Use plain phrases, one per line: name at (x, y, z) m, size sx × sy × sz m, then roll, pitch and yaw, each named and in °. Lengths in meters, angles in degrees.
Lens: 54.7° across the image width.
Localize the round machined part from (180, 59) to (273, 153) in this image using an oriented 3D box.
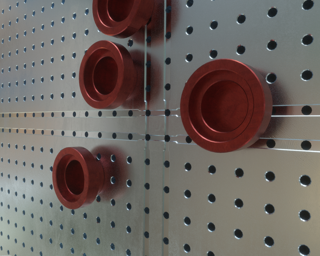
round machined part at (0.074, -0.023, 0.336) m, size 0.098 × 0.042 × 0.097 m, roll 0°, pitch 90°, yaw 39°

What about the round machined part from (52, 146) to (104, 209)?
round machined part at (-0.129, 0.079, 0.502) m, size 0.098 × 0.042 × 0.097 m, roll 0°, pitch 90°, yaw 39°

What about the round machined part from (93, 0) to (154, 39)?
round machined part at (-0.047, -0.175, 0.435) m, size 0.098 × 0.042 × 0.097 m, roll 0°, pitch 90°, yaw 39°

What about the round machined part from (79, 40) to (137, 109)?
round machined part at (-0.072, -0.076, 0.456) m, size 0.098 × 0.042 × 0.097 m, roll 0°, pitch 90°, yaw 39°
